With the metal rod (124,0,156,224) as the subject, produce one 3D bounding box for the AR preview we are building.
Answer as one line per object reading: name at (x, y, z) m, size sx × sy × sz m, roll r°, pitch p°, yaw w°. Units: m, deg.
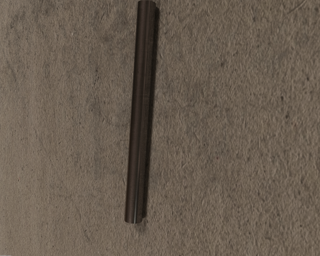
metal rod at (-0.027, -0.019, 0.425) m, size 0.025 × 0.025 × 0.298 m, roll 6°, pitch 94°, yaw 39°
